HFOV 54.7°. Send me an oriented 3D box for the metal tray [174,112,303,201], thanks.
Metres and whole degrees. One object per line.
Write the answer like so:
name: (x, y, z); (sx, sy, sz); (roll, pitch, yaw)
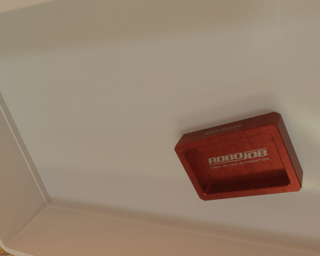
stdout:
metal tray: (0.094, 0.040, 0.379); (0.130, 0.030, 0.090); (-16, 111, 34)
